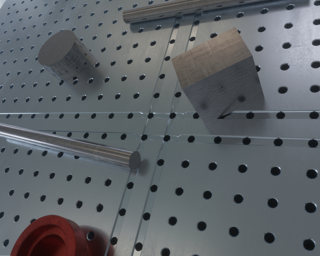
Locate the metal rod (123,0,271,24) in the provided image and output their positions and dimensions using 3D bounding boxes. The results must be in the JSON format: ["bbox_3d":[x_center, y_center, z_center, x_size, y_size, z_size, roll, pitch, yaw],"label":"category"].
[{"bbox_3d":[0.072,-0.199,0.492,0.300,0.025,0.025,1,62,28],"label":"metal rod"}]

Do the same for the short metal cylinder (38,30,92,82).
[{"bbox_3d":[-0.172,-0.130,0.562,0.080,0.050,0.080,-13,56,21],"label":"short metal cylinder"}]

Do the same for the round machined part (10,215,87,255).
[{"bbox_3d":[-0.127,0.157,0.368,0.098,0.042,0.098,-13,56,21],"label":"round machined part"}]

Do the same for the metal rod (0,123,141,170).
[{"bbox_3d":[-0.159,0.023,0.477,0.300,0.025,0.025,9,66,31],"label":"metal rod"}]

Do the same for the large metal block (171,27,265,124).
[{"bbox_3d":[0.071,-0.059,0.372,0.080,0.080,0.050,-25,53,13],"label":"large metal block"}]
